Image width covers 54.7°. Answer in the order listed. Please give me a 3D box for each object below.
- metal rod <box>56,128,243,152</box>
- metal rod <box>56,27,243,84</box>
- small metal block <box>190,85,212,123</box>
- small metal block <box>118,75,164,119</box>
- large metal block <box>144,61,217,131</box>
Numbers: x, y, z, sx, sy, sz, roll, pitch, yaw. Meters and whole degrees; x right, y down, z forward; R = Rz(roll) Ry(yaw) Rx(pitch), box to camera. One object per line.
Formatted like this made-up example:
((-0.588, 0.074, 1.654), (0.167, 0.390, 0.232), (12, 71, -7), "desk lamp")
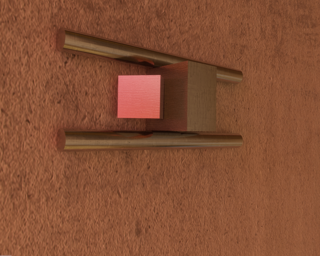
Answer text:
((0.012, 0.017, 0.419), (0.302, 0.025, 0.025), (2, 89, -40), "metal rod")
((0.012, -0.089, 0.418), (0.302, 0.025, 0.025), (2, 89, -40), "metal rod")
((0.057, -0.033, 0.438), (0.025, 0.050, 0.050), (0, 89, 2), "small metal block")
((-0.022, -0.036, 0.371), (0.025, 0.050, 0.050), (3, 89, -80), "small metal block")
((0.024, -0.036, 0.396), (0.050, 0.080, 0.079), (1, 90, -40), "large metal block")
